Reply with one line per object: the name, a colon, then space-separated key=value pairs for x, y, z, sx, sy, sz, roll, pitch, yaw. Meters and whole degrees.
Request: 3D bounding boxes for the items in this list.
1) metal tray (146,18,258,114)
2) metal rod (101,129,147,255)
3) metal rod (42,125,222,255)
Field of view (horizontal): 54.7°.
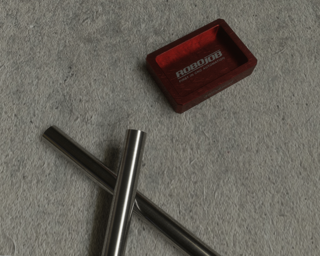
metal tray: x=0.057 y=-0.089 z=0.438 sx=0.131 sy=0.030 sz=0.090 roll=-30 pitch=73 yaw=-11
metal rod: x=-0.053 y=0.148 z=0.335 sx=0.025 sy=0.025 sz=0.299 roll=9 pitch=77 yaw=3
metal rod: x=-0.025 y=0.093 z=0.373 sx=0.300 sy=0.025 sz=0.025 roll=36 pitch=74 yaw=12
